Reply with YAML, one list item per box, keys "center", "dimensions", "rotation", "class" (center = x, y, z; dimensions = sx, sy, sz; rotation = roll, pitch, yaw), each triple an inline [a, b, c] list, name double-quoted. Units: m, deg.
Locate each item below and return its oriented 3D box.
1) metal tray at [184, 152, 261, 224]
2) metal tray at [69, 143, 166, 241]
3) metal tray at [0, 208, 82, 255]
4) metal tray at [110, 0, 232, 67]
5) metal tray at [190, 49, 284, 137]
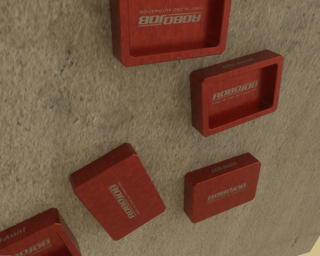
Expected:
- center: [0.105, 0.101, 0.526]
  dimensions: [0.131, 0.030, 0.089]
  rotation: [-15, 125, -20]
  class: "metal tray"
- center: [-0.054, 0.093, 0.433]
  dimensions: [0.090, 0.030, 0.129]
  rotation: [-31, 129, -9]
  class: "metal tray"
- center: [-0.182, 0.171, 0.410]
  dimensions: [0.131, 0.030, 0.089]
  rotation: [-24, 128, -14]
  class: "metal tray"
- center: [0.014, -0.121, 0.337]
  dimensions: [0.131, 0.030, 0.089]
  rotation: [-13, 124, -22]
  class: "metal tray"
- center: [0.108, -0.049, 0.434]
  dimensions: [0.131, 0.030, 0.089]
  rotation: [-19, 126, -18]
  class: "metal tray"
